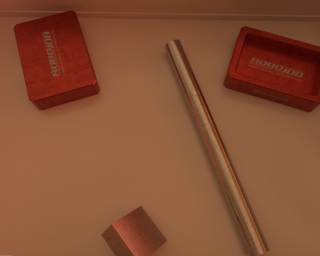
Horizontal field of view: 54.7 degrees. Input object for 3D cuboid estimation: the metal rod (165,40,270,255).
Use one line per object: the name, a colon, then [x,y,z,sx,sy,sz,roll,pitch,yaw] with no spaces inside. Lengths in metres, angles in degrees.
metal rod: [0.067,0.012,0.406,0.025,0.025,0.299,-18,71,-7]

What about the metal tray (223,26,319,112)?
metal tray: [0.166,-0.085,0.439,0.131,0.030,0.090,18,71,6]

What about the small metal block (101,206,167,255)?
small metal block: [-0.028,0.124,0.349,0.050,0.025,0.050,50,34,15]

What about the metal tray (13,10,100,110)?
metal tray: [-0.147,-0.099,0.441,0.091,0.030,0.130,-17,71,-7]
